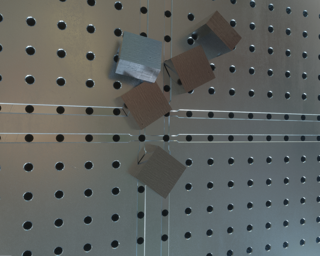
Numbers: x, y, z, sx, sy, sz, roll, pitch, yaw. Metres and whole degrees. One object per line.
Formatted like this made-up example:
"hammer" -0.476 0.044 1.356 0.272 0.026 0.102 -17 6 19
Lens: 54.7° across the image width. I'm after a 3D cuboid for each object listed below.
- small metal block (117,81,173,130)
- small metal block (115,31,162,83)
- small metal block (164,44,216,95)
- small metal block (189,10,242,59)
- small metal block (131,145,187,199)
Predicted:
"small metal block" -0.021 -0.032 0.406 0.050 0.025 0.050 -34 102 -17
"small metal block" -0.026 -0.089 0.390 0.050 0.025 0.050 12 55 -15
"small metal block" 0.041 -0.080 0.429 0.050 0.025 0.050 -29 100 -18
"small metal block" 0.076 -0.127 0.428 0.050 0.050 0.025 41 77 -16
"small metal block" -0.002 0.058 0.413 0.050 0.025 0.050 39 77 -16
